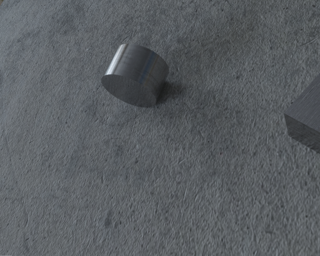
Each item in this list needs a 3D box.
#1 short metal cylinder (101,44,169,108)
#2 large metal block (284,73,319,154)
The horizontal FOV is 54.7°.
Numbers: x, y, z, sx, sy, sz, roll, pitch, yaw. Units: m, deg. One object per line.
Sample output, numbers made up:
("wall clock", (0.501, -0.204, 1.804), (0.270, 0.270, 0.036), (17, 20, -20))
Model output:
("short metal cylinder", (-0.034, -0.071, 0.430), (0.080, 0.080, 0.050), (9, 66, 32))
("large metal block", (0.183, -0.012, 0.300), (0.080, 0.050, 0.080), (-47, 51, -5))
